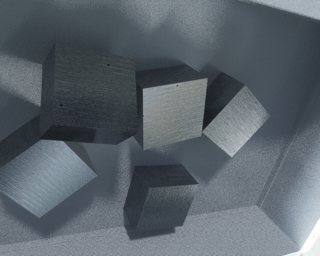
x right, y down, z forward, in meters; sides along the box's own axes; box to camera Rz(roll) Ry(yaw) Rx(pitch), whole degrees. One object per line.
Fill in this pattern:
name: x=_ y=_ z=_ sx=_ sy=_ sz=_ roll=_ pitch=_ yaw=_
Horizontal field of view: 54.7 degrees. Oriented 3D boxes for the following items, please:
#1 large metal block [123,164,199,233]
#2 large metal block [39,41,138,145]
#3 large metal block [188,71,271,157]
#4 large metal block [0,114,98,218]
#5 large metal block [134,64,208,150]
large metal block: x=0.000 y=0.102 z=0.457 sx=0.081 sy=0.050 sz=0.079 roll=2 pitch=117 yaw=-30
large metal block: x=-0.071 y=-0.030 z=0.309 sx=0.081 sy=0.050 sz=0.080 roll=7 pitch=70 yaw=-32
large metal block: x=0.094 y=-0.018 z=0.435 sx=0.080 sy=0.050 sz=0.080 roll=-48 pitch=129 yaw=5
large metal block: x=-0.132 y=0.041 z=0.347 sx=0.080 sy=0.050 sz=0.080 roll=-36 pitch=130 yaw=-4
large metal block: x=0.007 y=-0.027 z=0.381 sx=0.081 sy=0.050 sz=0.079 roll=-13 pitch=124 yaw=-22
